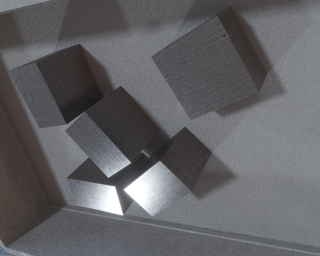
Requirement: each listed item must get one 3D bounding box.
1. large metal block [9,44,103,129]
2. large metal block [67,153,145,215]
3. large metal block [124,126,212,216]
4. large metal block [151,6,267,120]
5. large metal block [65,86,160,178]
[{"bbox_3d":[-0.131,-0.056,0.406,0.050,0.080,0.080,-7,115,31],"label":"large metal block"},{"bbox_3d":[-0.073,0.075,0.456,0.080,0.080,0.050,4,120,26],"label":"large metal block"},{"bbox_3d":[0.011,0.055,0.400,0.050,0.080,0.080,45,129,-3],"label":"large metal block"},{"bbox_3d":[0.052,-0.065,0.324,0.080,0.050,0.080,-23,106,36],"label":"large metal block"},{"bbox_3d":[-0.059,0.003,0.405,0.080,0.080,0.050,49,128,-7],"label":"large metal block"}]
